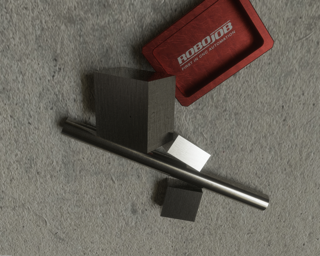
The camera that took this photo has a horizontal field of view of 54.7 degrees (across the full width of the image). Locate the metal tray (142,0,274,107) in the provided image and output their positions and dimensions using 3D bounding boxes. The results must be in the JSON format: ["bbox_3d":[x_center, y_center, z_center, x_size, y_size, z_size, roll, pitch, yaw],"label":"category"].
[{"bbox_3d":[0.055,-0.098,0.371,0.130,0.030,0.090,-35,107,11],"label":"metal tray"}]

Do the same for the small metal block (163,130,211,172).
[{"bbox_3d":[0.031,0.027,0.402,0.050,0.050,0.025,32,93,-17],"label":"small metal block"}]

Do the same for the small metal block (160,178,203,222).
[{"bbox_3d":[0.030,0.104,0.449,0.050,0.025,0.050,11,110,-5],"label":"small metal block"}]

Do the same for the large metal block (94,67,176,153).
[{"bbox_3d":[-0.030,-0.025,0.367,0.080,0.050,0.079,16,114,33],"label":"large metal block"}]

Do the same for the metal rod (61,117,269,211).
[{"bbox_3d":[0.014,0.053,0.429,0.302,0.025,0.025,22,109,-9],"label":"metal rod"}]
